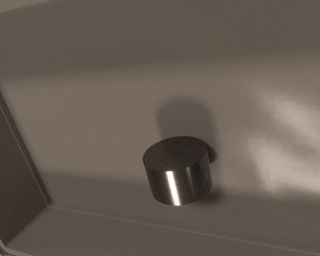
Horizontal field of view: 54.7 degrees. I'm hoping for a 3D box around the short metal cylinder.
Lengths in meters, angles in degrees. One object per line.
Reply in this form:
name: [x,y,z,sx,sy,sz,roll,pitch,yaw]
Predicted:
short metal cylinder: [0.023,0.052,0.392,0.080,0.080,0.050,1,119,27]
